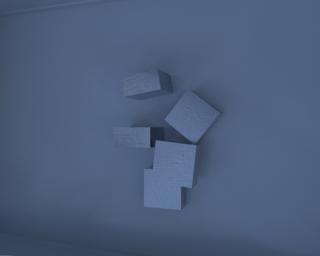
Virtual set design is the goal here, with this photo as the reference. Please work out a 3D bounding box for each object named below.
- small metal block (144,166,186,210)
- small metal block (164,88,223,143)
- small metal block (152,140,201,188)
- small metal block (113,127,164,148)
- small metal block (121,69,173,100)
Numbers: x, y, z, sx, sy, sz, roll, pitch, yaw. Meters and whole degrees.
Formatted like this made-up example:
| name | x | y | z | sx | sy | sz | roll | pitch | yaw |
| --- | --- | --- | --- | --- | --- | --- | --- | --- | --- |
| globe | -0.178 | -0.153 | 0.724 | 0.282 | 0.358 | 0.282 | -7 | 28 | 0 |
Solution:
| name | x | y | z | sx | sy | sz | roll | pitch | yaw |
| --- | --- | --- | --- | --- | --- | --- | --- | --- | --- |
| small metal block | 0.007 | 0.078 | 0.408 | 0.050 | 0.025 | 0.050 | 0 | 90 | 20 |
| small metal block | 0.043 | -0.014 | 0.395 | 0.050 | 0.025 | 0.050 | 40 | 103 | 15 |
| small metal block | 0.020 | 0.042 | 0.377 | 0.050 | 0.025 | 0.050 | 7 | 92 | 20 |
| small metal block | -0.027 | 0.011 | 0.407 | 0.050 | 0.050 | 0.025 | 0 | 90 | 20 |
| small metal block | -0.016 | -0.055 | 0.403 | 0.050 | 0.050 | 0.025 | -10 | 87 | 20 |
